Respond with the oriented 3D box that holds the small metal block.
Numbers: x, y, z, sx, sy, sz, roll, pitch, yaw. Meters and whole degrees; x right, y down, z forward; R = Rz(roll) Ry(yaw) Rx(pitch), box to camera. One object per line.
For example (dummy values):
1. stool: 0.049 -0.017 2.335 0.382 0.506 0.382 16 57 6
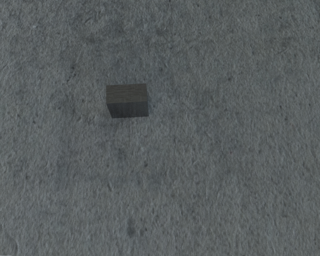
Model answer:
1. small metal block: -0.041 -0.035 0.407 0.050 0.050 0.025 -3 70 -1
